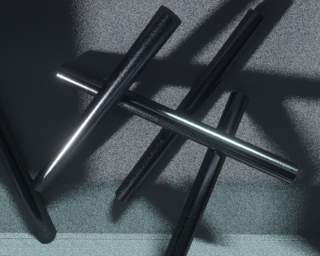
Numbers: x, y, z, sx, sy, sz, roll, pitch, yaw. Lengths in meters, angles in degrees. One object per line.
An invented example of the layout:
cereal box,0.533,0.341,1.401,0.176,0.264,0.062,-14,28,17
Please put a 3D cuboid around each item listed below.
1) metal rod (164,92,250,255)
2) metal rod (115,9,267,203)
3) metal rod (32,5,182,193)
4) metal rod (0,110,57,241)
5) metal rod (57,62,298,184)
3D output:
metal rod,0.044,0.094,0.380,0.025,0.025,0.299,25,82,-9
metal rod,0.031,-0.017,0.405,0.025,0.025,0.299,33,106,-12
metal rod,-0.079,-0.014,0.368,0.025,0.025,0.299,36,120,-13
metal rod,-0.207,0.028,0.418,0.025,0.025,0.298,-14,110,5
metal rod,0.016,-0.009,0.371,0.301,0.025,0.025,24,109,5
